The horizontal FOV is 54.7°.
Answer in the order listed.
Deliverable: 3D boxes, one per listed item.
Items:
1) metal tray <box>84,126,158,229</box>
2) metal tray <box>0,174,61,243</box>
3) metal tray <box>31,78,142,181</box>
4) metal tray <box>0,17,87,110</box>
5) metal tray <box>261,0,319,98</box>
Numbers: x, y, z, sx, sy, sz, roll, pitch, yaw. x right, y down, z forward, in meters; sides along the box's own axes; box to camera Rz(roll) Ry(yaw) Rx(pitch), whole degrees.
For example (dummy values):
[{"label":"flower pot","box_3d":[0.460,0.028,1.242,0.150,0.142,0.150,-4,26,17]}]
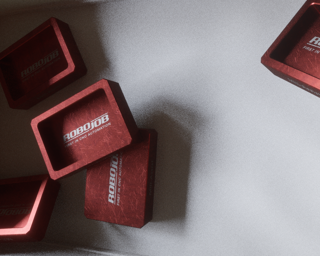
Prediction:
[{"label":"metal tray","box_3d":[-0.054,0.063,0.426,0.090,0.030,0.129,4,91,19]},{"label":"metal tray","box_3d":[-0.220,0.120,0.457,0.130,0.030,0.090,-9,50,19]},{"label":"metal tray","box_3d":[-0.099,0.004,0.409,0.130,0.030,0.090,-26,82,17]},{"label":"metal tray","box_3d":[-0.184,-0.095,0.470,0.130,0.030,0.090,-26,82,17]},{"label":"metal tray","box_3d":[0.171,-0.077,0.304,0.090,0.030,0.130,-53,31,12]}]
